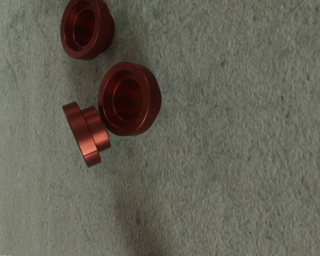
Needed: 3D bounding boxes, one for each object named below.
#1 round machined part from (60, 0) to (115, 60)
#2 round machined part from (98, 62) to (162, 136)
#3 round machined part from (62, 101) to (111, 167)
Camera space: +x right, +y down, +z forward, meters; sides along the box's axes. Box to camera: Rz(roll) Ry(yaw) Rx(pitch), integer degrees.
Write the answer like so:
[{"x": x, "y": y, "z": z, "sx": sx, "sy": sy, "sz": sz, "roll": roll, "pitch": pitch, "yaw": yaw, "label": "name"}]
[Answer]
[{"x": -0.108, "y": -0.154, "z": 0.481, "sx": 0.098, "sy": 0.042, "sz": 0.097, "roll": 0, "pitch": 90, "yaw": 39, "label": "round machined part"}, {"x": -0.037, "y": -0.038, "z": 0.422, "sx": 0.098, "sy": 0.042, "sz": 0.097, "roll": 0, "pitch": 90, "yaw": 39, "label": "round machined part"}, {"x": -0.105, "y": 0.006, "z": 0.457, "sx": 0.098, "sy": 0.042, "sz": 0.097, "roll": 57, "pitch": 162, "yaw": 31, "label": "round machined part"}]
